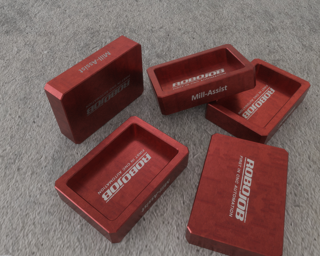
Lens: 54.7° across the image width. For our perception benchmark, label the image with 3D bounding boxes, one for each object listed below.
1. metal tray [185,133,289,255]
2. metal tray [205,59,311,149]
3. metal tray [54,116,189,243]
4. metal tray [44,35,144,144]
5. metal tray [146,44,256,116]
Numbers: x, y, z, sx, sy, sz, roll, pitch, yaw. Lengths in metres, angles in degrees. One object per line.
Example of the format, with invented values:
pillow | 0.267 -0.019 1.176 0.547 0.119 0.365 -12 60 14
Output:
metal tray | 0.088 0.072 0.340 0.090 0.030 0.130 14 51 11
metal tray | 0.137 -0.039 0.433 0.090 0.030 0.131 34 58 25
metal tray | -0.039 0.052 0.355 0.090 0.030 0.131 32 57 23
metal tray | -0.077 -0.050 0.402 0.030 0.090 0.131 32 57 24
metal tray | 0.054 -0.070 0.431 0.131 0.030 0.090 -17 37 -2
